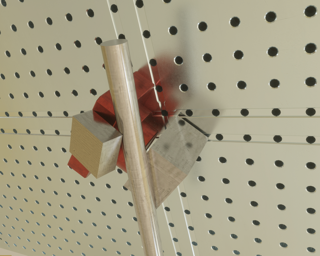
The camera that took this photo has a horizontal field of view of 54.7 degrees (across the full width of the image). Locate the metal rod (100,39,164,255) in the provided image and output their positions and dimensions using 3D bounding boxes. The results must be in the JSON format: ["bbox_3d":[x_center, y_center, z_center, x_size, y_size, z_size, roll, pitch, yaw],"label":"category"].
[{"bbox_3d":[-0.024,0.052,0.351,0.025,0.025,0.298,6,122,24],"label":"metal rod"}]

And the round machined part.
[{"bbox_3d":[-0.038,0.019,0.400,0.042,0.098,0.097,36,129,4],"label":"round machined part"}]

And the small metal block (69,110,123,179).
[{"bbox_3d":[-0.070,0.017,0.330,0.050,0.025,0.050,37,130,27],"label":"small metal block"}]

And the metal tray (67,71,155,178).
[{"bbox_3d":[-0.064,-0.003,0.399,0.030,0.090,0.129,37,129,3],"label":"metal tray"}]

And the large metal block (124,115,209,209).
[{"bbox_3d":[0.009,0.043,0.392,0.050,0.080,0.080,37,129,3],"label":"large metal block"}]
